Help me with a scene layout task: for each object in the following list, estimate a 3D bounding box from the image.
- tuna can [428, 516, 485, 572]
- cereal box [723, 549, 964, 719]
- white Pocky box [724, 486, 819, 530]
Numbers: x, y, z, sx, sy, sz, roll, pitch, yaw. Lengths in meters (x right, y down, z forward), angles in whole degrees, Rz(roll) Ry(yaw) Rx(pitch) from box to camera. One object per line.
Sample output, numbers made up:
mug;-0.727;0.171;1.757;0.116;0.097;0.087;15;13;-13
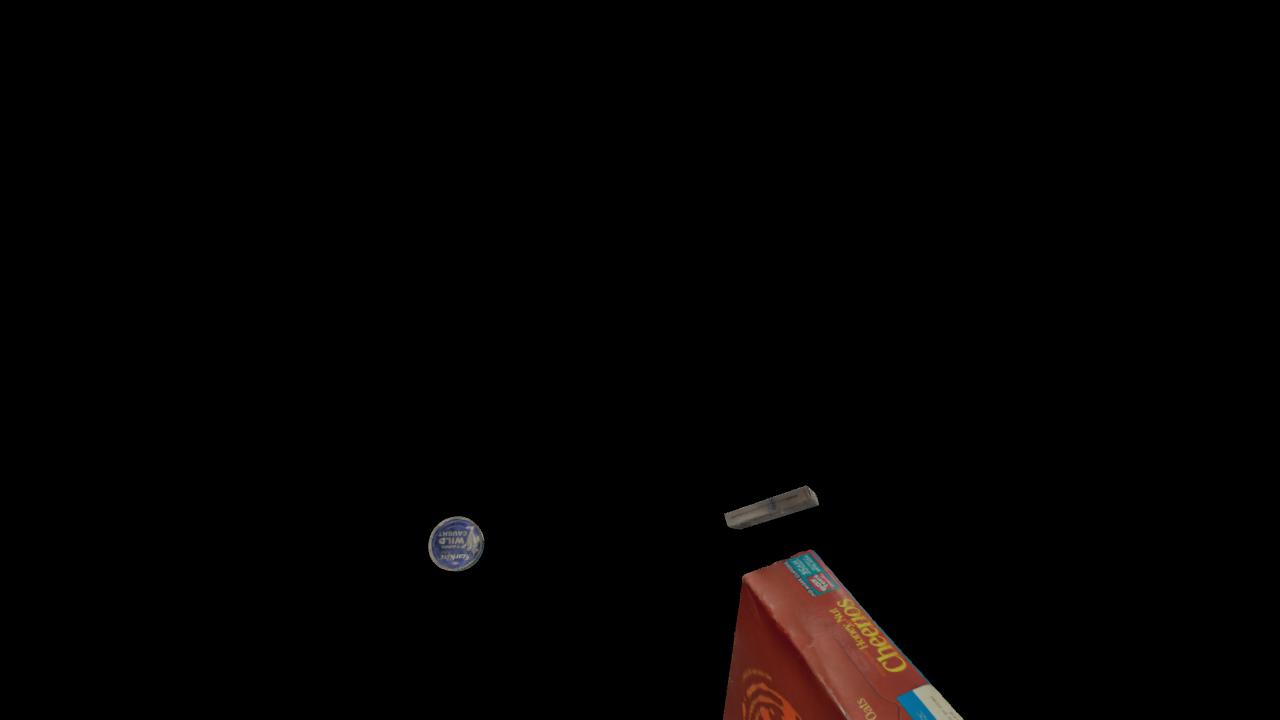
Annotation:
tuna can;-0.294;0.296;0.988;0.084;0.084;0.034;0;-22;-6
cereal box;0.146;0.334;0.479;0.081;0.306;0.203;-10;30;-22
white Pocky box;0.232;0.263;1.082;0.154;0.028;0.084;-23;-26;16
